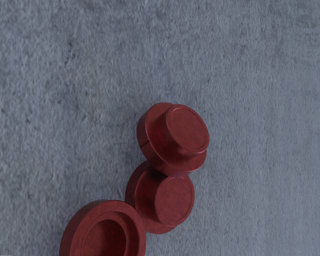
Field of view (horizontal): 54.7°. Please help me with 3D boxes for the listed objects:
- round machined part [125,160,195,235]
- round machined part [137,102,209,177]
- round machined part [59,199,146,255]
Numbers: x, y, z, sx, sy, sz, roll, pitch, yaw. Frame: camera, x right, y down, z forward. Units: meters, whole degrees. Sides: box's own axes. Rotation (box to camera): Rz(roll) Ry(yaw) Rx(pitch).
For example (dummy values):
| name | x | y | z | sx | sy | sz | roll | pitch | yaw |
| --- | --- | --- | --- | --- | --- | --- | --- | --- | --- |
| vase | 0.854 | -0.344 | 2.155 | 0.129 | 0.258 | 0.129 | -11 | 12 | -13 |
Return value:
| name | x | y | z | sx | sy | sz | roll | pitch | yaw |
| --- | --- | --- | --- | --- | --- | --- | --- | --- | --- |
| round machined part | 0.007 | 0.089 | 0.402 | 0.099 | 0.042 | 0.097 | 0 | 90 | -40 |
| round machined part | 0.023 | 0.009 | 0.389 | 0.099 | 0.042 | 0.098 | 22 | 50 | -29 |
| round machined part | -0.064 | 0.127 | 0.335 | 0.099 | 0.042 | 0.097 | 11 | 75 | -46 |
